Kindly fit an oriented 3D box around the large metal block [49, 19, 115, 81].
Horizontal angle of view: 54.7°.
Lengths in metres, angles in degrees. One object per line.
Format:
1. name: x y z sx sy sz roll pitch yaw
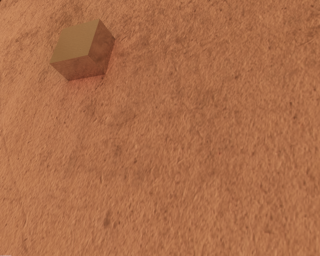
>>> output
1. large metal block: -0.133 -0.134 0.537 0.080 0.050 0.080 -5 59 25
